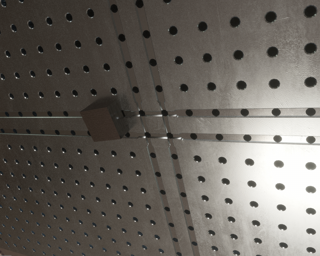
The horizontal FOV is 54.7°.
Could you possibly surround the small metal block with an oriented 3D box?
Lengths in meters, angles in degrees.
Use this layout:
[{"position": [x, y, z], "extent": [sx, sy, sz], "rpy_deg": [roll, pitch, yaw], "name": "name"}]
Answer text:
[{"position": [-0.079, -0.010, 0.445], "extent": [0.050, 0.025, 0.050], "rpy_deg": [-7, 115, 31], "name": "small metal block"}]
